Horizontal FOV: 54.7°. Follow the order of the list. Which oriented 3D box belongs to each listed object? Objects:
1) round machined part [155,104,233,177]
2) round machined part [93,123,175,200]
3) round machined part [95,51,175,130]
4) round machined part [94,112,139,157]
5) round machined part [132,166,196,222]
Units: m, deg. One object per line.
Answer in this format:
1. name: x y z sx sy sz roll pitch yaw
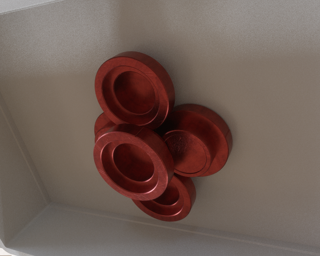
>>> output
1. round machined part: 0.037 0.022 0.388 0.098 0.042 0.097 13 124 20
2. round machined part: -0.028 0.037 0.376 0.098 0.042 0.097 13 124 20
3. round machined part: -0.027 -0.046 0.379 0.098 0.042 0.097 13 124 20
4. round machined part: -0.051 0.019 0.432 0.098 0.042 0.097 13 124 20
5. round machined part: 0.005 0.082 0.442 0.098 0.042 0.097 13 124 20
